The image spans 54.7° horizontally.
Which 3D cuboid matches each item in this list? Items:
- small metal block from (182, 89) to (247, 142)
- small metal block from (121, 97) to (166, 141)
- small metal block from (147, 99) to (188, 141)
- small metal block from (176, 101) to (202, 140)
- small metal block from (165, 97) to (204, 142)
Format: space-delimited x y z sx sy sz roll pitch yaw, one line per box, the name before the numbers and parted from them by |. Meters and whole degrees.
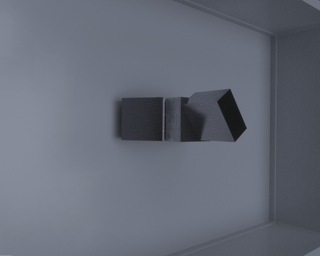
small metal block | 0.059 -0.013 0.339 0.025 0.050 0.050 -42 116 -31
small metal block | -0.017 -0.010 0.370 0.025 0.050 0.050 2 89 -74
small metal block | 0.009 -0.009 0.395 0.025 0.050 0.050 1 89 -40
small metal block | 0.038 -0.009 0.417 0.025 0.050 0.050 1 90 -6
small metal block | 0.034 -0.009 0.366 0.050 0.025 0.050 1 89 -40
